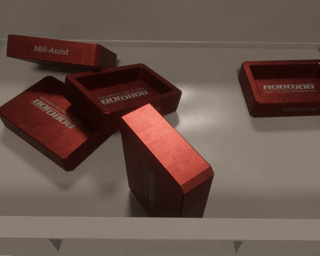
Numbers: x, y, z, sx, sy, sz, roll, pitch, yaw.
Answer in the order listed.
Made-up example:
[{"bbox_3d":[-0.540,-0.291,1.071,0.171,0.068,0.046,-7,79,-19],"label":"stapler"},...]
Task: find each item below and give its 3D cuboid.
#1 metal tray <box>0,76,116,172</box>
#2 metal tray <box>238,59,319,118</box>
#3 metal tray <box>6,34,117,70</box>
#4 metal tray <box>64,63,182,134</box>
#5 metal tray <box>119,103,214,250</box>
[{"bbox_3d":[-0.134,-0.011,0.409,0.130,0.030,0.090,30,56,22],"label":"metal tray"},{"bbox_3d":[0.190,-0.060,0.454,0.131,0.030,0.090,-2,50,-2],"label":"metal tray"},{"bbox_3d":[-0.138,-0.106,0.453,0.131,0.030,0.090,8,6,6],"label":"metal tray"},{"bbox_3d":[-0.046,-0.045,0.410,0.131,0.030,0.090,-20,49,-41],"label":"metal tray"},{"bbox_3d":[0.002,0.051,0.294,0.030,0.129,0.090,-29,56,-22],"label":"metal tray"}]
